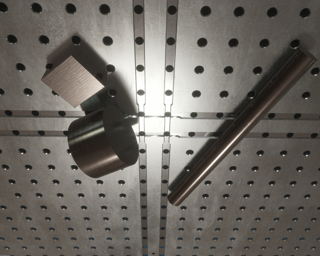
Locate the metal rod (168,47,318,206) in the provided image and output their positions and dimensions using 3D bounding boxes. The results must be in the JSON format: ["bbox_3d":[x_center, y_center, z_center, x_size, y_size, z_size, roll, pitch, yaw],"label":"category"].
[{"bbox_3d":[0.094,0.018,0.428,0.025,0.025,0.298,22,127,-18],"label":"metal rod"}]

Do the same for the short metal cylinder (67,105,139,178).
[{"bbox_3d":[-0.069,0.017,0.389,0.050,0.080,0.080,-22,127,17],"label":"short metal cylinder"}]

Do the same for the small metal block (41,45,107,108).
[{"bbox_3d":[-0.099,-0.059,0.360,0.050,0.025,0.050,-31,124,23],"label":"small metal block"}]
